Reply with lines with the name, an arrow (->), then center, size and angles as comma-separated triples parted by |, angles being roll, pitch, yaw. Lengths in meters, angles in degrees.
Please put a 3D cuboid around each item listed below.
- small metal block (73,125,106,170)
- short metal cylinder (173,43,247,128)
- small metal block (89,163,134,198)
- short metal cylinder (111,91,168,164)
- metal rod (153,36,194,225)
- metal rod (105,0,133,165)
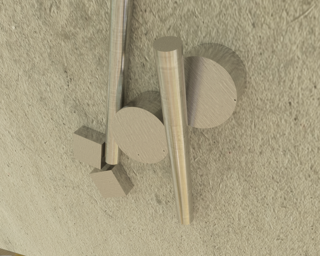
small metal block -> -0.106, 0.030, 0.481 | 0.050, 0.025, 0.050 | 21, 126, 16
short metal cylinder -> 0.049, -0.046, 0.336 | 0.080, 0.050, 0.079 | 13, 124, 21
small metal block -> -0.078, 0.084, 0.500 | 0.050, 0.025, 0.050 | -14, 111, 34
short metal cylinder -> -0.014, -0.002, 0.397 | 0.080, 0.050, 0.079 | 13, 124, 21
metal rod -> 0.023, 0.033, 0.366 | 0.025, 0.025, 0.298 | 13, 140, 21
metal rod -> -0.053, -0.073, 0.389 | 0.025, 0.025, 0.298 | 20, 126, 16
